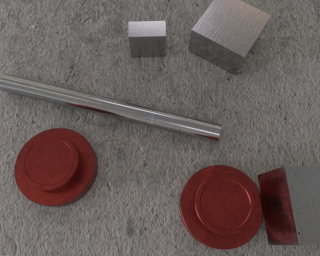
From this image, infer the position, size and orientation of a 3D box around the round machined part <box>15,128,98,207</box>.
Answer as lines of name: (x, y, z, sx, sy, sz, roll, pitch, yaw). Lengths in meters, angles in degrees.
round machined part: (-0.130, 0.046, 0.381, 0.099, 0.042, 0.098, 0, 70, 0)

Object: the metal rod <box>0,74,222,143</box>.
metal rod: (-0.069, -0.028, 0.417, 0.302, 0.025, 0.025, 14, 71, 4)

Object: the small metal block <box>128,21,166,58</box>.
small metal block: (-0.017, -0.125, 0.440, 0.050, 0.050, 0.025, -2, 70, -1)

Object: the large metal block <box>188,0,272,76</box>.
large metal block: (0.098, -0.135, 0.445, 0.080, 0.050, 0.080, 31, 73, 10)

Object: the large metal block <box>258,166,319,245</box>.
large metal block: (0.166, 0.089, 0.352, 0.081, 0.050, 0.080, 3, 69, -17)

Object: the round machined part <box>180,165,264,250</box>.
round machined part: (0.073, 0.092, 0.366, 0.099, 0.042, 0.098, 0, 70, 0)
